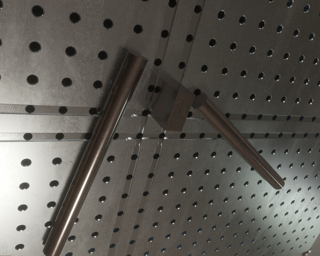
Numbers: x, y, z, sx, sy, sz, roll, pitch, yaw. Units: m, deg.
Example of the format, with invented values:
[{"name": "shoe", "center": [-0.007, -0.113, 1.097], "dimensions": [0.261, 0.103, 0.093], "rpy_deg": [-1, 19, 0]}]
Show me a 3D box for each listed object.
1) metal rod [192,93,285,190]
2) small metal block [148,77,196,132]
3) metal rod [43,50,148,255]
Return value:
[{"name": "metal rod", "center": [0.143, 0.036, 0.514], "dimensions": [0.025, 0.025, 0.301], "rpy_deg": [-47, 130, 4]}, {"name": "small metal block", "center": [0.013, -0.030, 0.385], "dimensions": [0.025, 0.050, 0.050], "rpy_deg": [5, 116, -31]}, {"name": "metal rod", "center": [-0.088, 0.046, 0.392], "dimensions": [0.025, 0.025, 0.298], "rpy_deg": [14, 111, -35]}]
